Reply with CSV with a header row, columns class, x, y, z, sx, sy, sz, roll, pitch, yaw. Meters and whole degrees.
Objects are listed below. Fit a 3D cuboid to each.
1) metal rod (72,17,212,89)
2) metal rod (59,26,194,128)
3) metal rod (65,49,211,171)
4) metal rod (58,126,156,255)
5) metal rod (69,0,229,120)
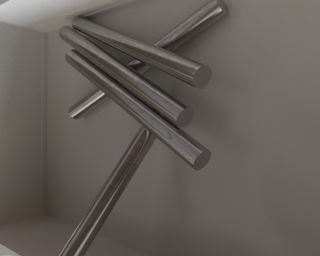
class,x,y,z,sx,sy,sz,roll,pitch,yaw
metal rod,-0.047,-0.113,0.417,0.300,0.025,0.025,35,112,43
metal rod,-0.065,-0.085,0.427,0.300,0.025,0.025,39,114,38
metal rod,-0.049,-0.041,0.407,0.300,0.025,0.025,39,114,38
metal rod,-0.069,0.094,0.372,0.025,0.025,0.300,22,74,38
metal rod,-0.037,-0.082,0.437,0.299,0.025,0.025,-28,73,36
